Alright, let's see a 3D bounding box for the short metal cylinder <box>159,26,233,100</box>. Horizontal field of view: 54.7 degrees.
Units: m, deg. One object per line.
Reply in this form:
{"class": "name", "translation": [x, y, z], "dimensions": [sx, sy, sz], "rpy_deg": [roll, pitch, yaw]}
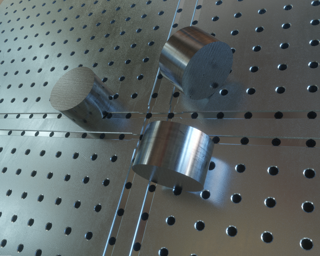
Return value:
{"class": "short metal cylinder", "translation": [0.046, -0.083, 0.399], "dimensions": [0.080, 0.080, 0.050], "rpy_deg": [-43, 51, -1]}

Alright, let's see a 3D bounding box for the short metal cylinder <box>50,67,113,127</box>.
{"class": "short metal cylinder", "translation": [-0.122, -0.049, 0.484], "dimensions": [0.080, 0.050, 0.080], "rpy_deg": [-13, 56, 20]}

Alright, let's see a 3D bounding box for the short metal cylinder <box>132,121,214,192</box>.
{"class": "short metal cylinder", "translation": [0.015, 0.033, 0.344], "dimensions": [0.080, 0.080, 0.050], "rpy_deg": [5, 64, 30]}
